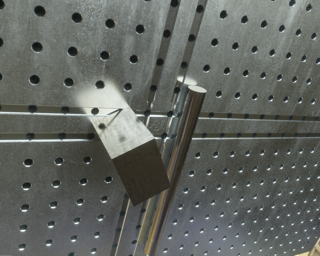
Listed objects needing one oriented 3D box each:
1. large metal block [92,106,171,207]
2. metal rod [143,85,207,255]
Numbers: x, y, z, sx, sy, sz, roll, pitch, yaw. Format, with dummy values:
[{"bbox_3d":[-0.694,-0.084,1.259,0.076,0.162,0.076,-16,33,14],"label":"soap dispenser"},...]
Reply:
[{"bbox_3d":[-0.035,0.033,0.377,0.050,0.080,0.080,-26,128,-12],"label":"large metal block"},{"bbox_3d":[0.016,0.080,0.469,0.025,0.025,0.298,-1,119,-28],"label":"metal rod"}]
